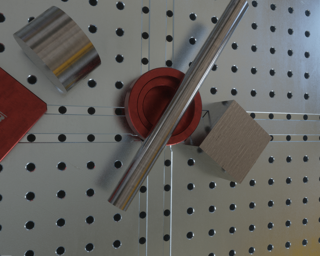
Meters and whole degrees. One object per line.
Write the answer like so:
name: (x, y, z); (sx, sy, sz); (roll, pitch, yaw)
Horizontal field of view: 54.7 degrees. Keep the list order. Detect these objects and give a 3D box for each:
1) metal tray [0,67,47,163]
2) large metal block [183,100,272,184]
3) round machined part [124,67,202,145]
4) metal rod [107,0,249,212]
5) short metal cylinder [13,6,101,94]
metal tray: (-0.203, -0.031, 0.335); (0.130, 0.030, 0.090); (41, 77, -16)
large metal block: (0.094, 0.018, 0.434); (0.080, 0.050, 0.080); (42, 77, -15)
round machined part: (0.002, -0.027, 0.404); (0.099, 0.042, 0.097); (0, 90, -20)
metal rod: (0.028, -0.038, 0.378); (0.025, 0.025, 0.300); (35, 79, -17)
short metal cylinder: (-0.112, -0.085, 0.342); (0.050, 0.080, 0.080); (-44, 104, -14)
